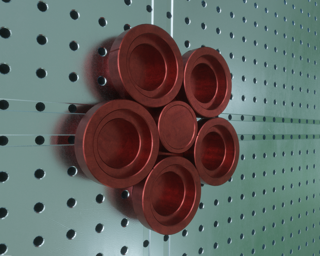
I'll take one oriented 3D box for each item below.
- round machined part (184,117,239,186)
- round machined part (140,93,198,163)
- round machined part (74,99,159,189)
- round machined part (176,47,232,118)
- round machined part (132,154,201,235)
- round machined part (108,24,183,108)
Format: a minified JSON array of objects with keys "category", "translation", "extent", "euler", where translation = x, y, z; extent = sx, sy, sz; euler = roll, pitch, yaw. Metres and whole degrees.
[{"category":"round machined part","translation":[0.070,0.033,0.455],"extent":[0.099,0.042,0.097],"euler":[0,90,-40]},{"category":"round machined part","translation":[0.011,-0.001,0.406],"extent":[0.099,0.042,0.097],"euler":[0,90,-40]},{"category":"round machined part","translation":[-0.052,0.017,0.353],"extent":[0.099,0.042,0.097],"euler":[0,90,-40]},{"category":"round machined part","translation":[0.055,-0.063,0.442],"extent":[0.099,0.042,0.097],"euler":[0,90,-40]},{"category":"round machined part","translation":[0.004,0.083,0.400],"extent":[0.099,0.042,0.097],"euler":[0,90,-40]},{"category":"round machined part","translation":[-0.021,-0.073,0.379],"extent":[0.099,0.042,0.097],"euler":[0,90,-40]}]
